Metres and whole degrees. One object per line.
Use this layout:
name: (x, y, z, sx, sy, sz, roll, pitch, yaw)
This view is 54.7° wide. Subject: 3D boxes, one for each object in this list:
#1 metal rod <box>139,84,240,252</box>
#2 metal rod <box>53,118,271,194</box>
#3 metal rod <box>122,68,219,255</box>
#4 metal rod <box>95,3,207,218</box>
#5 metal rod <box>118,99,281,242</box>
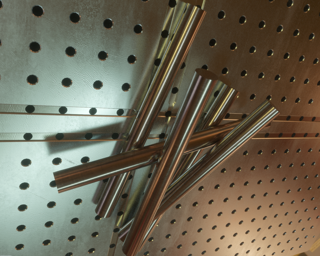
metal rod: (0.030, 0.069, 0.472, 0.025, 0.025, 0.298, 19, 108, -36)
metal rod: (0.018, 0.026, 0.405, 0.302, 0.025, 0.025, -15, 125, -21)
metal rod: (0.001, 0.064, 0.390, 0.025, 0.025, 0.298, 1, 127, -30)
metal rod: (-0.020, -0.008, 0.396, 0.025, 0.025, 0.298, 13, 112, -34)
metal rod: (0.042, 0.072, 0.434, 0.025, 0.025, 0.299, 27, 118, -38)
